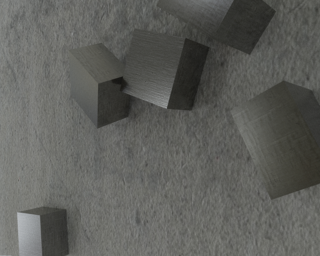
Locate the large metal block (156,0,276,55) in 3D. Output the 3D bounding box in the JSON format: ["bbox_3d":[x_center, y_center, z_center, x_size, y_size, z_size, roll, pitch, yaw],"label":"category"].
[{"bbox_3d":[0.058,-0.123,0.320,0.080,0.081,0.050,42,115,31],"label":"large metal block"}]

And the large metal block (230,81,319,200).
[{"bbox_3d":[0.117,0.010,0.272,0.050,0.081,0.080,-33,70,35],"label":"large metal block"}]

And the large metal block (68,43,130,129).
[{"bbox_3d":[-0.085,-0.060,0.437,0.080,0.050,0.079,47,144,29],"label":"large metal block"}]

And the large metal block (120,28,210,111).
[{"bbox_3d":[0.004,-0.072,0.384,0.080,0.050,0.079,24,105,37],"label":"large metal block"}]

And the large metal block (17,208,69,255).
[{"bbox_3d":[-0.213,0.190,0.561,0.080,0.050,0.080,-8,85,39],"label":"large metal block"}]
